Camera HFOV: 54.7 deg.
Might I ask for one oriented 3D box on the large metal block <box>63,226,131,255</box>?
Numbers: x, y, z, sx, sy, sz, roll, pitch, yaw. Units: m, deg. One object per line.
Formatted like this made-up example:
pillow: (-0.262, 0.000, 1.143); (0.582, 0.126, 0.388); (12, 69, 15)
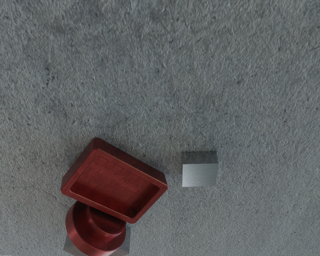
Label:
large metal block: (-0.111, 0.200, 0.560); (0.080, 0.050, 0.080); (-30, 124, 23)

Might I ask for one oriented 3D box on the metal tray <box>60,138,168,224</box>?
metal tray: (-0.065, 0.082, 0.458); (0.130, 0.030, 0.090); (32, 108, -25)

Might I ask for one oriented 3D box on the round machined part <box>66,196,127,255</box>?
round machined part: (-0.092, 0.145, 0.482); (0.098, 0.098, 0.042); (32, 118, -25)

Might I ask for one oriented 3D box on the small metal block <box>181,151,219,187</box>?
small metal block: (0.058, 0.061, 0.460); (0.050, 0.025, 0.050); (-2, 130, 1)
